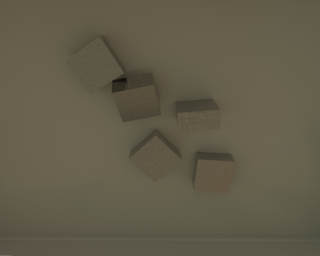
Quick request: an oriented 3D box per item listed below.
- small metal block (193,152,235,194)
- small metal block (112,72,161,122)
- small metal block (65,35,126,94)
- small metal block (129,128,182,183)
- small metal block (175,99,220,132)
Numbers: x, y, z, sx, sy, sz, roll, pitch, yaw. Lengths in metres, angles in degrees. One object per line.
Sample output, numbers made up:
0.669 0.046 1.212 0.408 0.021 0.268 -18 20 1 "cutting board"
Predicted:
0.074 0.063 0.436 0.050 0.025 0.050 4 110 -2 "small metal block"
-0.028 -0.038 0.387 0.050 0.025 0.050 -11 136 3 "small metal block"
-0.078 -0.078 0.382 0.050 0.025 0.050 -30 108 10 "small metal block"
-0.006 0.038 0.425 0.050 0.025 0.050 -42 105 13 "small metal block"
0.047 -0.017 0.393 0.050 0.050 0.025 -4 110 1 "small metal block"
